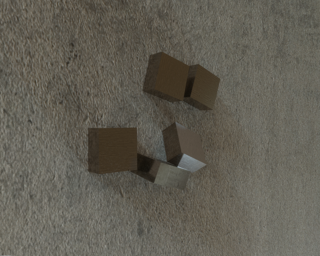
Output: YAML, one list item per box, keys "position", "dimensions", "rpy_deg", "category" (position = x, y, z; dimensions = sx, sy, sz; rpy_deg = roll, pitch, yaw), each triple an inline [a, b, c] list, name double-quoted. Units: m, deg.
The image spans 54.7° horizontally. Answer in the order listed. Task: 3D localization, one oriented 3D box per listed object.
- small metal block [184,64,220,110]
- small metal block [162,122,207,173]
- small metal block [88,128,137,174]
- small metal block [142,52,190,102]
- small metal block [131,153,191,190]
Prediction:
- position: [0.058, -0.058, 0.453]
  dimensions: [0.050, 0.025, 0.050]
  rpy_deg: [24, 75, -38]
  category: "small metal block"
- position: [0.032, 0.026, 0.416]
  dimensions: [0.050, 0.025, 0.050]
  rpy_deg: [28, 39, -37]
  category: "small metal block"
- position: [-0.054, 0.025, 0.359]
  dimensions: [0.050, 0.025, 0.050]
  rpy_deg: [-1, 91, -40]
  category: "small metal block"
- position: [0.009, -0.066, 0.411]
  dimensions: [0.050, 0.025, 0.050]
  rpy_deg: [18, 79, -39]
  category: "small metal block"
- position: [0.001, 0.054, 0.387]
  dimensions: [0.050, 0.050, 0.025]
  rpy_deg: [21, 86, -38]
  category: "small metal block"
